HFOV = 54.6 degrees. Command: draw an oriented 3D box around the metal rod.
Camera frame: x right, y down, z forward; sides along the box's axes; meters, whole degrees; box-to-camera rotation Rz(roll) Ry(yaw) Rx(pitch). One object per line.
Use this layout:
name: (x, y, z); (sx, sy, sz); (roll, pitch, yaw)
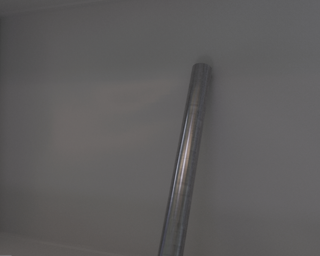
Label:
metal rod: (0.025, 0.060, 0.336); (0.025, 0.025, 0.300); (3, 66, 20)
